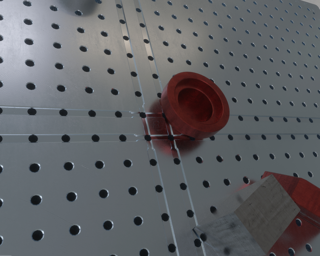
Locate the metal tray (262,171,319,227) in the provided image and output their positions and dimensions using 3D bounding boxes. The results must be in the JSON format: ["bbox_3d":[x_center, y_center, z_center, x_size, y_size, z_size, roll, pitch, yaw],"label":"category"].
[{"bbox_3d":[0.206,0.106,0.410,0.130,0.090,0.030,31,83,-8],"label":"metal tray"}]

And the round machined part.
[{"bbox_3d":[0.046,-0.028,0.439,0.099,0.042,0.098,14,56,-21],"label":"round machined part"}]

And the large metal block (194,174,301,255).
[{"bbox_3d":[0.100,0.107,0.361,0.081,0.080,0.050,-29,78,-37],"label":"large metal block"}]
